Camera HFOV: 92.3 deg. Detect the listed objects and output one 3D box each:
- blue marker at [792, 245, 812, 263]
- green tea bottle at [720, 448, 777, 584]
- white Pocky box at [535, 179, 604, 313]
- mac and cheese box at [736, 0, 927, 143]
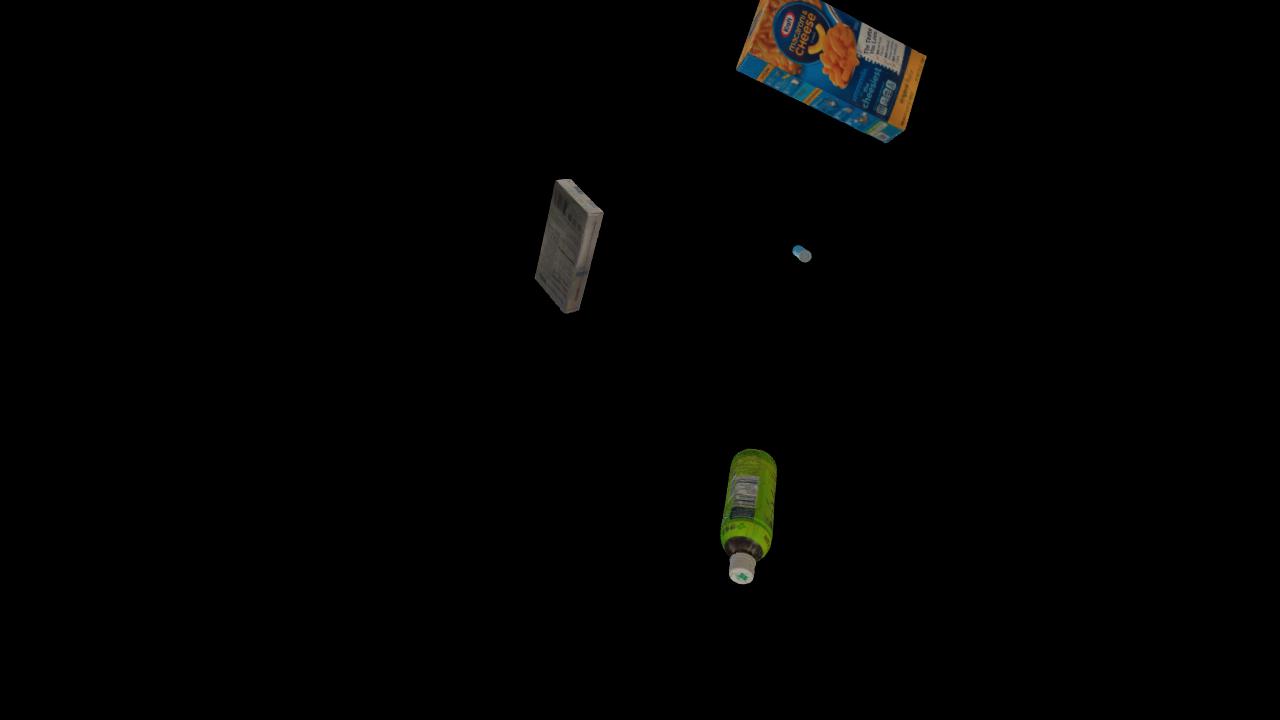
[{"bbox_3d":[0.260,-0.172,0.992,0.020,0.020,0.121,0,14,9],"label":"blue marker"},{"bbox_3d":[0.147,0.211,0.842,0.073,0.073,0.212,0,30,18],"label":"green tea bottle"},{"bbox_3d":[-0.094,-0.144,0.792,0.028,0.154,0.084,-17,53,-36],"label":"white Pocky box"},{"bbox_3d":[0.201,-0.310,0.641,0.184,0.093,0.041,21,-7,-10],"label":"mac and cheese box"}]
